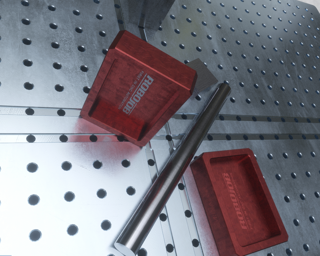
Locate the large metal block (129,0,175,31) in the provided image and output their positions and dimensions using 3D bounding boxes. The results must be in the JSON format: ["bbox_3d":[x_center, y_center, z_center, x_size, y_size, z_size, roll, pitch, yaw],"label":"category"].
[{"bbox_3d":[-0.014,-0.221,0.502,0.050,0.080,0.080,10,58,-24],"label":"large metal block"}]

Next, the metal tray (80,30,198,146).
[{"bbox_3d":[-0.029,-0.036,0.348,0.090,0.129,0.030,28,52,-11],"label":"metal tray"}]

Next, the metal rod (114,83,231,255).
[{"bbox_3d":[0.034,0.031,0.409,0.025,0.025,0.301,39,51,-3],"label":"metal rod"}]

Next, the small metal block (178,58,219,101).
[{"bbox_3d":[0.055,-0.077,0.487,0.050,0.025,0.050,-32,80,-38],"label":"small metal block"}]

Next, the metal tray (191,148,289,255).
[{"bbox_3d":[0.102,0.093,0.404,0.091,0.030,0.130,-3,63,-30],"label":"metal tray"}]
